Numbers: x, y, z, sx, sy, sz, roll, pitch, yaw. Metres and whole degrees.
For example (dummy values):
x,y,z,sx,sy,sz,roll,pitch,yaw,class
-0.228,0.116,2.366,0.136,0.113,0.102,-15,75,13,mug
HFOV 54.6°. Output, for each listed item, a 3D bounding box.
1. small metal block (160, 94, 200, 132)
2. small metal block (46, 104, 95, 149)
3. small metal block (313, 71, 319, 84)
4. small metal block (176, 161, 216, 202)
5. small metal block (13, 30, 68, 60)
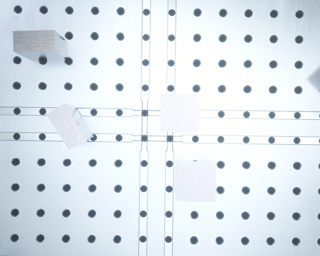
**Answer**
x,y,z,sx,sy,sz,roll,pitch,yaw,class
0.026,-0.020,0.414,0.050,0.025,0.050,-1,90,0,small metal block
-0.114,-0.002,0.400,0.025,0.050,0.050,-32,90,0,small metal block
0.247,-0.069,0.415,0.050,0.025,0.050,-44,90,0,small metal block
0.047,0.070,0.414,0.050,0.025,0.050,1,90,0,small metal block
-0.152,-0.106,0.400,0.050,0.050,0.025,-2,90,0,small metal block
